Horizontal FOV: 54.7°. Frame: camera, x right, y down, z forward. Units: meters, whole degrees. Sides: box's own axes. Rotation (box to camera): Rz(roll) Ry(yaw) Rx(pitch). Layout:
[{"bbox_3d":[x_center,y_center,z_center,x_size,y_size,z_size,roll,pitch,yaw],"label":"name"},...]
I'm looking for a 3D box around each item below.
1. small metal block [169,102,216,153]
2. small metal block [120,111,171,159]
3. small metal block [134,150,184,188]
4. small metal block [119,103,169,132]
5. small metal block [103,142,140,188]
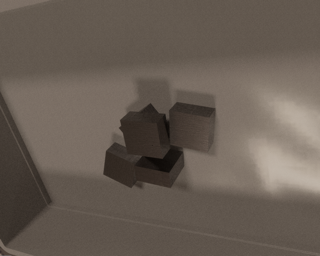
[{"bbox_3d":[0.040,-0.001,0.386,0.050,0.025,0.050,11,123,21],"label":"small metal block"},{"bbox_3d":[-0.018,0.008,0.389,0.050,0.025,0.050,5,121,25],"label":"small metal block"},{"bbox_3d":[0.000,0.052,0.423,0.050,0.050,0.025,8,122,23],"label":"small metal block"},{"bbox_3d":[-0.018,0.002,0.419,0.050,0.025,0.050,-33,101,38],"label":"small metal block"},{"bbox_3d":[-0.056,0.057,0.471,0.050,0.025,0.050,23,127,13],"label":"small metal block"}]
